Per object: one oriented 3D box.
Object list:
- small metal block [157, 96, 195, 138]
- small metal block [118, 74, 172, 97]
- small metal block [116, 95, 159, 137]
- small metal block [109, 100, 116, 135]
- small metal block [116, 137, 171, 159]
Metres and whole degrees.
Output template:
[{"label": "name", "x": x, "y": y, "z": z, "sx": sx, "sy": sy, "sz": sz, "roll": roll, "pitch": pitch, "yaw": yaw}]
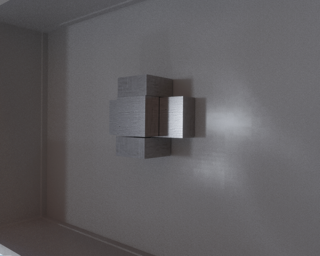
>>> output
[{"label": "small metal block", "x": 0.016, "y": -0.013, "z": 0.392, "sx": 0.050, "sy": 0.025, "sz": 0.050, "roll": 1, "pitch": 91, "yaw": 39}, {"label": "small metal block", "x": -0.019, "y": -0.052, "z": 0.404, "sx": 0.050, "sy": 0.050, "sz": 0.025, "roll": 1, "pitch": 91, "yaw": 40}, {"label": "small metal block", "x": -0.029, "y": -0.015, "z": 0.395, "sx": 0.050, "sy": 0.025, "sz": 0.050, "roll": 1, "pitch": 91, "yaw": 39}, {"label": "small metal block", "x": -0.046, "y": -0.015, "z": 0.442, "sx": 0.050, "sy": 0.025, "sz": 0.050, "roll": 1, "pitch": 91, "yaw": 40}, {"label": "small metal block", "x": -0.022, "y": 0.024, "z": 0.404, "sx": 0.050, "sy": 0.050, "sz": 0.025, "roll": 1, "pitch": 91, "yaw": 40}]
